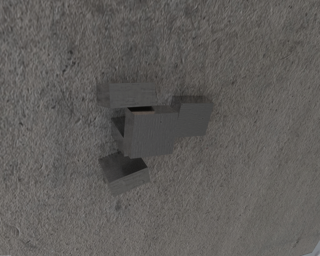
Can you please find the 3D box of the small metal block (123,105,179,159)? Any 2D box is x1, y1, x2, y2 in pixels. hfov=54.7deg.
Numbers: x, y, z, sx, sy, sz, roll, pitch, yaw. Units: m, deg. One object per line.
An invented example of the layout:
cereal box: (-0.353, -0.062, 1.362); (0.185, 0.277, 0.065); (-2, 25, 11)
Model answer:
small metal block: (-0.011, 0.003, 0.339); (0.050, 0.025, 0.050); (-4, 115, -26)

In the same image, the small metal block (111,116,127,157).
small metal block: (-0.028, 0.006, 0.379); (0.050, 0.050, 0.025); (-11, 123, -23)

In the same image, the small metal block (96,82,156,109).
small metal block: (-0.039, -0.037, 0.343); (0.050, 0.050, 0.025); (-6, 100, -26)

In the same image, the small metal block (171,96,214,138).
small metal block: (0.040, -0.016, 0.418); (0.050, 0.025, 0.050); (-3, 120, -27)

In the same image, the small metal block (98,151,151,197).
small metal block: (-0.047, 0.055, 0.399); (0.050, 0.050, 0.025); (-20, 126, -17)
